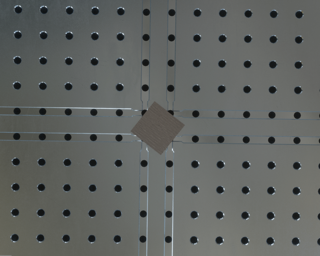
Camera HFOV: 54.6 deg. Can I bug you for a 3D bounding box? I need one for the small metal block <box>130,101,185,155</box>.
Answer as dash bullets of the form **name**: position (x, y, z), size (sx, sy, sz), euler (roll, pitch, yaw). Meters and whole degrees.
- **small metal block**: position (-0.003, 0.000, 0.413), size (0.050, 0.025, 0.050), euler (38, 90, -1)
